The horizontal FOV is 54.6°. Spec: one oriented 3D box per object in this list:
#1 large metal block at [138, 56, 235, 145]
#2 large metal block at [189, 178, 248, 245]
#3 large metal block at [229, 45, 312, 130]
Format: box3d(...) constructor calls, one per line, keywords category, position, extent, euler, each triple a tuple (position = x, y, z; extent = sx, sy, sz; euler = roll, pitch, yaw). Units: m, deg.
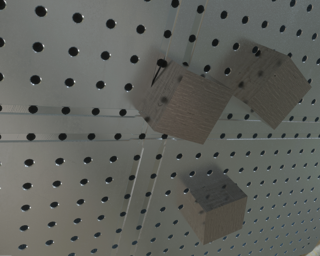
box3d(category="large metal block", position=(0.033, -0.033, 0.392), extent=(0.080, 0.050, 0.080), euler=(16, 110, -35))
box3d(category="large metal block", position=(0.098, 0.144, 0.536), extent=(0.081, 0.050, 0.080), euler=(-15, 125, -20))
box3d(category="large metal block", position=(0.156, -0.056, 0.444), extent=(0.080, 0.050, 0.080), euler=(32, 100, -38))
